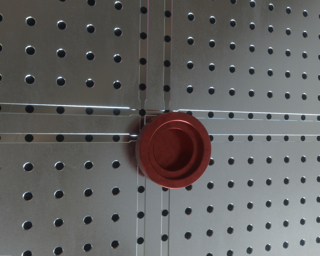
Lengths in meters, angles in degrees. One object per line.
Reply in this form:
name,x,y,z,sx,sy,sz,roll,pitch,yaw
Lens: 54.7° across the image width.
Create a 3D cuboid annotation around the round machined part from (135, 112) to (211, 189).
round machined part,0.014,0.028,0.410,0.099,0.042,0.097,0,90,-21
